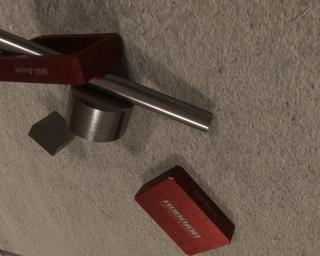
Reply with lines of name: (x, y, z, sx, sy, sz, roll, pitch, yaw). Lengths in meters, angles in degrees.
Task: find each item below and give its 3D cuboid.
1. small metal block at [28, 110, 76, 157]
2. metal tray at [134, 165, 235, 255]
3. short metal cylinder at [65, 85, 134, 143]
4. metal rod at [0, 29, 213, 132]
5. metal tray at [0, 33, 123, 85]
small metal block: (-0.164, 0.008, 0.479, 0.050, 0.050, 0.025, 42, 129, -1)
metal tray: (0.036, 0.126, 0.462, 0.130, 0.030, 0.090, 48, 128, -6)
short metal cylinder: (-0.075, -0.027, 0.393, 0.080, 0.080, 0.050, 30, 128, 9)
metal rod: (-0.081, -0.061, 0.367, 0.301, 0.025, 0.025, 21, 128, -2)
metal tray: (-0.123, -0.086, 0.373, 0.130, 0.090, 0.030, 6, 124, 24)
